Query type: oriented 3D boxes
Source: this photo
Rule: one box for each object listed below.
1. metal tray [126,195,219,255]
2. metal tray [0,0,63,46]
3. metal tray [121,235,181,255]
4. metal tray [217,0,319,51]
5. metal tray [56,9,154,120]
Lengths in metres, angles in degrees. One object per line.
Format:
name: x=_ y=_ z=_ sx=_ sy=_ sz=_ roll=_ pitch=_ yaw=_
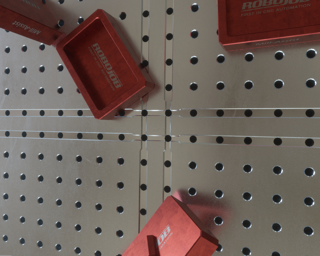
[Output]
metal tray: x=0.000 y=0.155 z=0.365 sx=0.030 sy=0.090 sz=0.130 roll=38 pitch=89 yaw=-27
metal tray: x=-0.204 y=-0.171 z=0.427 sx=0.030 sy=0.130 sz=0.090 roll=-37 pitch=78 yaw=16
metal tray: x=-0.025 y=0.200 z=0.391 sx=0.130 sy=0.030 sz=0.090 roll=-43 pitch=116 yaw=14
metal tray: x=0.135 y=-0.145 z=0.362 sx=0.130 sy=0.030 sz=0.089 roll=-2 pitch=89 yaw=19
metal tray: x=-0.079 y=-0.087 z=0.436 sx=0.090 sy=0.030 sz=0.130 roll=-34 pitch=79 yaw=16
